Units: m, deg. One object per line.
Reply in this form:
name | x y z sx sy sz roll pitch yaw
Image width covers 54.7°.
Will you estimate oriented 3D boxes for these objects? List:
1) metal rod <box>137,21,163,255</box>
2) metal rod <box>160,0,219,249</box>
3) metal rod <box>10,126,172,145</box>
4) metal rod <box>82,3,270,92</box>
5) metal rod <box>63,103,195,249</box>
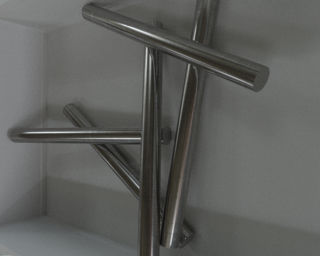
metal rod | -0.011 0.009 0.381 0.025 0.025 0.299 -10 73 39
metal rod | 0.034 -0.011 0.362 0.025 0.025 0.298 10 91 39
metal rod | -0.122 0.012 0.473 0.300 0.025 0.025 -1 90 29
metal rod | -0.007 -0.109 0.373 0.300 0.025 0.025 33 111 38
metal rod | -0.062 0.053 0.457 0.300 0.025 0.025 42 115 32
